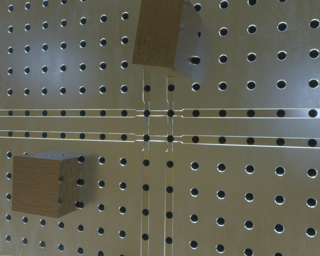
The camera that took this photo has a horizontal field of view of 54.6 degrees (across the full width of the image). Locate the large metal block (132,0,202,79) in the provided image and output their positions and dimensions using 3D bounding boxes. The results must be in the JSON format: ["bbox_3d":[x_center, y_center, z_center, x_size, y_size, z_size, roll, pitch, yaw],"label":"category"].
[{"bbox_3d":[0.011,-0.109,0.380,0.050,0.080,0.080,10,94,20],"label":"large metal block"}]

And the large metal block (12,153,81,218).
[{"bbox_3d":[-0.167,0.082,0.459,0.080,0.050,0.080,3,91,20],"label":"large metal block"}]
